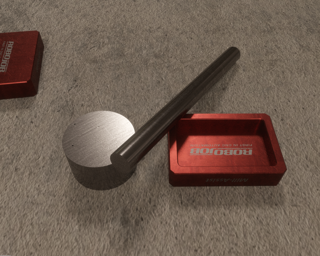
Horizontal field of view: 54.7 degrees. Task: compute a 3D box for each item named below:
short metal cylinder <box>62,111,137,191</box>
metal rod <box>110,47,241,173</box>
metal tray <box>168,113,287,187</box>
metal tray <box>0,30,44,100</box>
[{"bbox_3d":[-0.068,0.026,0.364,0.081,0.050,0.080,0,50,0],"label":"short metal cylinder"},{"bbox_3d":[0.040,-0.043,0.406,0.025,0.025,0.302,26,44,20],"label":"metal rod"},{"bbox_3d":[0.076,0.025,0.379,0.131,0.030,0.090,0,50,-1],"label":"metal tray"},{"bbox_3d":[-0.236,-0.100,0.481,0.091,0.030,0.130,-6,50,-6],"label":"metal tray"}]
